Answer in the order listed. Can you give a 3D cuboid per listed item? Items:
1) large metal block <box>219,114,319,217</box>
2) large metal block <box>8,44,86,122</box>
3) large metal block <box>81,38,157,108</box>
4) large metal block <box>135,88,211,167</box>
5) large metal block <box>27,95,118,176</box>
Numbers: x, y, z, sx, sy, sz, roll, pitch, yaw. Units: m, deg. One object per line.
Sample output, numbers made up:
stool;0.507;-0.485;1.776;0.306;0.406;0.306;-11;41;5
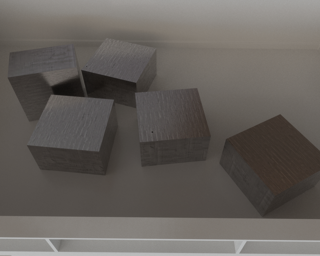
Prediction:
large metal block;0.129;0.041;0.356;0.081;0.050;0.080;-23;54;-18
large metal block;-0.147;-0.060;0.418;0.081;0.080;0.050;-11;51;-10
large metal block;-0.056;-0.082;0.457;0.080;0.050;0.080;15;51;12
large metal block;0.013;-0.002;0.391;0.081;0.050;0.080;-5;50;-5
large metal block;-0.102;0.008;0.381;0.080;0.050;0.080;5;50;3
